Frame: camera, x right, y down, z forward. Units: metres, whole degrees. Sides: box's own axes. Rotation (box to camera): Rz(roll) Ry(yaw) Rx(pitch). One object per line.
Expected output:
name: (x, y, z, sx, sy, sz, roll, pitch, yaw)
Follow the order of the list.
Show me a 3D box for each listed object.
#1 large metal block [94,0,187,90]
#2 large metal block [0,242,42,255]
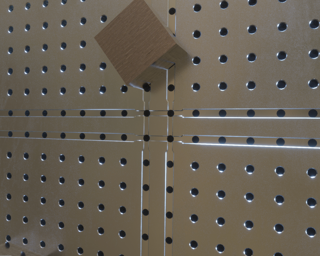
large metal block: (-0.025, -0.109, 0.408, 0.080, 0.050, 0.080, -38, 78, 16)
large metal block: (-0.235, 0.236, 0.483, 0.080, 0.050, 0.080, 11, 94, 19)
